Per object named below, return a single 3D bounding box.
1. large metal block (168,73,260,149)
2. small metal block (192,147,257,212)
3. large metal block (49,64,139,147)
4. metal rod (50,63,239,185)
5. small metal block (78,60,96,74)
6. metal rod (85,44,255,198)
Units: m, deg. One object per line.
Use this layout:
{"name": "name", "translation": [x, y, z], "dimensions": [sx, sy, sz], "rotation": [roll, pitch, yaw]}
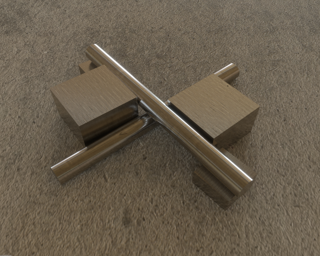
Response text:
{"name": "large metal block", "translation": [0.066, -0.015, 0.402], "dimensions": [0.081, 0.050, 0.080], "rotation": [-32, 57, -24]}
{"name": "small metal block", "translation": [0.074, 0.058, 0.357], "dimensions": [0.050, 0.025, 0.050], "rotation": [-36, 59, -26]}
{"name": "large metal block", "translation": [-0.085, -0.029, 0.410], "dimensions": [0.081, 0.050, 0.080], "rotation": [-30, 56, -23]}
{"name": "metal rod", "translation": [-0.003, -0.017, 0.420], "dimensions": [0.302, 0.025, 0.025], "rotation": [-32, 57, -24]}
{"name": "small metal block", "translation": [-0.089, -0.084, 0.476], "dimensions": [0.050, 0.025, 0.050], "rotation": [-30, 56, -23]}
{"name": "metal rod", "translation": [-0.006, -0.026, 0.393], "dimensions": [0.025, 0.025, 0.300], "rotation": [-32, 57, -24]}
